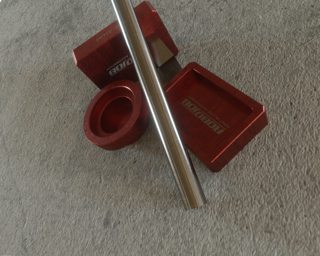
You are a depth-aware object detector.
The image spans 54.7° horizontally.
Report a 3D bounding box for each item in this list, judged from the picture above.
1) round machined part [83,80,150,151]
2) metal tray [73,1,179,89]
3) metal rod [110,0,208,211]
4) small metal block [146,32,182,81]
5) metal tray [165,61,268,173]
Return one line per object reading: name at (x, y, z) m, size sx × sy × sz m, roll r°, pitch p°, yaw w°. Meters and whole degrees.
round machined part at (-0.054, -0.014, 0.425) m, size 0.098 × 0.042 × 0.098 m, roll -16°, pitch 57°, yaw 26°
metal tray at (-0.048, -0.110, 0.454) m, size 0.130 × 0.090 × 0.030 m, roll -33°, pitch 52°, yaw 7°
metal rod at (-0.010, -0.051, 0.372) m, size 0.025 × 0.025 × 0.299 m, roll -23°, pitch 75°, yaw 14°
small metal block at (0.004, -0.100, 0.441) m, size 0.025 × 0.050 × 0.050 m, roll -38°, pitch 66°, yaw 5°
metal tray at (0.053, -0.019, 0.385) m, size 0.090 × 0.030 × 0.130 m, roll -44°, pitch 51°, yaw -3°
